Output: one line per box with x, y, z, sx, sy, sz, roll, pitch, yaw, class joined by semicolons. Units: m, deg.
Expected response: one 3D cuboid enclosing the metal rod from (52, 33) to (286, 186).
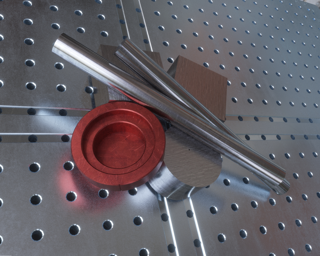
0.019;-0.015;0.357;0.301;0.025;0.025;31;52;-10;metal rod

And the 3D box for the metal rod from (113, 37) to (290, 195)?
0.066;-0.002;0.392;0.301;0.025;0.025;39;50;-21;metal rod

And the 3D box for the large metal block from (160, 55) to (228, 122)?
0.046;-0.044;0.437;0.080;0.050;0.080;22;54;-15;large metal block

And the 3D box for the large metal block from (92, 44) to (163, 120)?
-0.039;-0.054;0.396;0.081;0.050;0.080;1;61;-28;large metal block

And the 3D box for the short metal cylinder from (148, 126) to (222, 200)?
0.027;0.041;0.376;0.081;0.050;0.080;14;56;-21;short metal cylinder

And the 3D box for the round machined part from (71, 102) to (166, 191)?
-0.044;0.023;0.341;0.099;0.042;0.098;1;61;-1;round machined part
